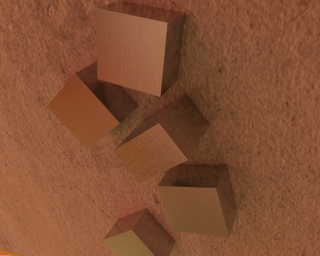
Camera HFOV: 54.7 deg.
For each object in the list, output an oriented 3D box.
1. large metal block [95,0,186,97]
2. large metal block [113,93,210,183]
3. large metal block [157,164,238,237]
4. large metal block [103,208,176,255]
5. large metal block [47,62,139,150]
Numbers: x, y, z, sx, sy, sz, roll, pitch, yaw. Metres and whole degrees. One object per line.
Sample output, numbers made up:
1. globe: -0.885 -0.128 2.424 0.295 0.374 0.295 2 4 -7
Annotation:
1. large metal block: -0.022 -0.090 0.345 0.080 0.050 0.079 18 125 17
2. large metal block: 0.003 0.011 0.375 0.080 0.080 0.050 -31 102 37
3. large metal block: 0.053 0.096 0.421 0.080 0.050 0.080 -4 117 29
4. large metal block: -0.035 0.192 0.526 0.080 0.050 0.080 -32 101 38
5. large metal block: -0.091 -0.030 0.418 0.080 0.050 0.080 49 128 -7
